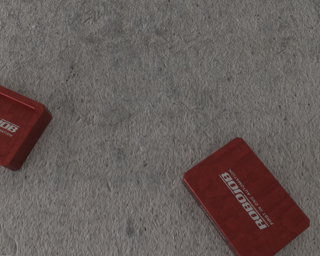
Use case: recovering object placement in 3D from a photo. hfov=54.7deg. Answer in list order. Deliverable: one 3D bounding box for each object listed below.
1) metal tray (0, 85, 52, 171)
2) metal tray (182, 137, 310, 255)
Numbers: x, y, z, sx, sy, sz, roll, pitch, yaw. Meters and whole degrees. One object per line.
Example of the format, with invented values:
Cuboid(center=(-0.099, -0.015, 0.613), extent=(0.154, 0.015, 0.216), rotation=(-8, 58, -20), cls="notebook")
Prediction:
Cuboid(center=(-0.224, -0.011, 0.407), extent=(0.130, 0.030, 0.090), rotation=(24, 72, 8), cls="metal tray")
Cuboid(center=(0.100, 0.087, 0.374), extent=(0.090, 0.030, 0.130), rotation=(-33, 74, -12), cls="metal tray")
